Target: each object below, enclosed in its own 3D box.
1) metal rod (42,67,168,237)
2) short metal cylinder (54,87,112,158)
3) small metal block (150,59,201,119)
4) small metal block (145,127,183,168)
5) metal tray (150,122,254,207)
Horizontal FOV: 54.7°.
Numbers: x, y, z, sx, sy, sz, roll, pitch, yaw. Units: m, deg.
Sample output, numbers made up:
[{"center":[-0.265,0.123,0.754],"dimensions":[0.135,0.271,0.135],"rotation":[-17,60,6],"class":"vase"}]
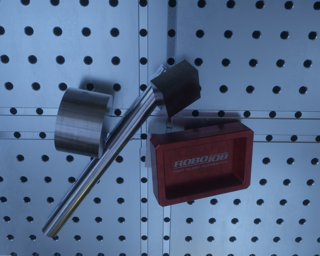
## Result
[{"center":[-0.077,0.043,0.428],"dimensions":[0.025,0.025,0.299],"rotation":[35,106,-12],"class":"metal rod"},{"center":[-0.091,-0.006,0.381],"dimensions":[0.050,0.080,0.079],"rotation":[11,110,-4],"class":"short metal cylinder"},{"center":[0.020,-0.046,0.375],"dimensions":[0.050,0.025,0.050],"rotation":[-34,147,-11],"class":"small metal block"},{"center":[0.007,0.028,0.424],"dimensions":[0.050,0.025,0.050],"rotation":[5,110,-2],"class":"small metal block"},{"center":[0.056,0.046,0.408],"dimensions":[0.131,0.030,0.089],"rotation":[-9,113,-14],"class":"metal tray"}]
